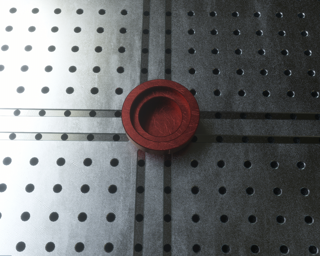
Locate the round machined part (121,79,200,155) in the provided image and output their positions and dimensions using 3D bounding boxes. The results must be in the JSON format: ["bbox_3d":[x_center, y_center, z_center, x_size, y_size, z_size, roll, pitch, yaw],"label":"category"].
[{"bbox_3d":[0.001,-0.011,0.407,0.099,0.042,0.098,0,70,-1],"label":"round machined part"}]
